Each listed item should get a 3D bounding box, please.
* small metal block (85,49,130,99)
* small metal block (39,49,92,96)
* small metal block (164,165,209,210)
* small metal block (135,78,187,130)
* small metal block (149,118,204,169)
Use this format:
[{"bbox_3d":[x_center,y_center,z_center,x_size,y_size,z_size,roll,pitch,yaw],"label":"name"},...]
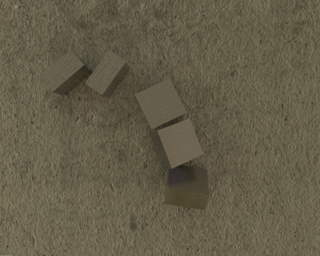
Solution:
[{"bbox_3d":[-0.065,-0.067,0.397,0.025,0.050,0.050,35,90,0],"label":"small metal block"},{"bbox_3d":[-0.118,-0.069,0.396,0.050,0.050,0.025,-41,90,0],"label":"small metal block"},{"bbox_3d":[0.034,0.074,0.395,0.050,0.050,0.025,9,120,0],"label":"small metal block"},{"bbox_3d":[0.001,-0.031,0.410,0.050,0.025,0.050,-26,90,0],"label":"small metal block"},{"bbox_3d":[0.021,0.020,0.400,0.050,0.025,0.050,-21,90,-27],"label":"small metal block"}]
